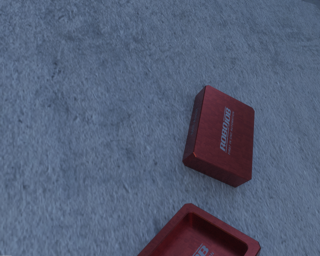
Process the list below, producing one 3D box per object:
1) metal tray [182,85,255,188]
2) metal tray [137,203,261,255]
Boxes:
[{"bbox_3d":[0.088,0.009,0.445,0.090,0.030,0.130,25,53,-13],"label":"metal tray"},{"bbox_3d":[0.025,0.141,0.295,0.090,0.030,0.131,24,46,32],"label":"metal tray"}]
